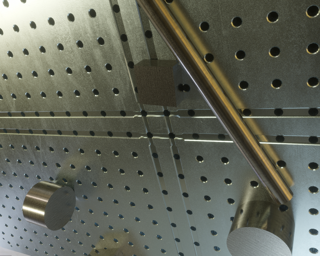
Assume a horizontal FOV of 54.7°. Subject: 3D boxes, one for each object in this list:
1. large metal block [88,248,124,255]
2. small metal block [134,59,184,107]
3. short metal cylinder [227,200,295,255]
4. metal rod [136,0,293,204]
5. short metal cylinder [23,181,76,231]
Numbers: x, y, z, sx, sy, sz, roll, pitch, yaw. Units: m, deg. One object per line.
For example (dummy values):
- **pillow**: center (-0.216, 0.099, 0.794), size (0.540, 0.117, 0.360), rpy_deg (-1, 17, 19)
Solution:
- **large metal block**: center (-0.105, 0.296, 0.634), size (0.080, 0.050, 0.080), rpy_deg (-18, 109, 35)
- **small metal block**: center (0.000, -0.055, 0.377), size (0.050, 0.025, 0.050), rpy_deg (7, 122, 24)
- **short metal cylinder**: center (0.135, 0.144, 0.413), size (0.080, 0.050, 0.079), rpy_deg (13, 124, 21)
- **metal rod**: center (0.066, -0.033, 0.355), size (0.025, 0.025, 0.299), rpy_deg (-28, 103, 37)
- **short metal cylinder**: center (-0.202, 0.142, 0.570), size (0.050, 0.080, 0.079), rpy_deg (8, 122, 24)
